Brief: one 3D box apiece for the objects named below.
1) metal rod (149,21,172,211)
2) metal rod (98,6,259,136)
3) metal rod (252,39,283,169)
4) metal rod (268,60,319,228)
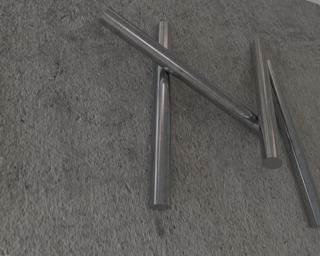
[{"bbox_3d":[0.003,-0.037,0.428,0.025,0.025,0.300,15,56,-20],"label":"metal rod"},{"bbox_3d":[0.048,-0.070,0.445,0.301,0.025,0.025,32,51,-18],"label":"metal rod"},{"bbox_3d":[0.168,-0.059,0.502,0.025,0.025,0.300,26,44,-13],"label":"metal rod"},{"bbox_3d":[0.216,0.009,0.513,0.025,0.025,0.299,9,58,-24],"label":"metal rod"}]
